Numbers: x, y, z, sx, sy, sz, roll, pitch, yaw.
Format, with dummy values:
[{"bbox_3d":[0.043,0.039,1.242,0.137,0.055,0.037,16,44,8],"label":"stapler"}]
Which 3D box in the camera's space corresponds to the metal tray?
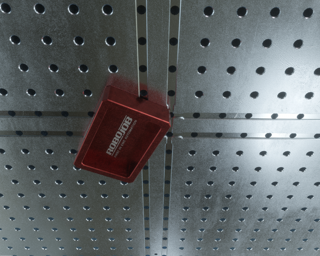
[{"bbox_3d":[-0.053,0.015,0.420,0.090,0.030,0.129,20,127,-17],"label":"metal tray"}]
